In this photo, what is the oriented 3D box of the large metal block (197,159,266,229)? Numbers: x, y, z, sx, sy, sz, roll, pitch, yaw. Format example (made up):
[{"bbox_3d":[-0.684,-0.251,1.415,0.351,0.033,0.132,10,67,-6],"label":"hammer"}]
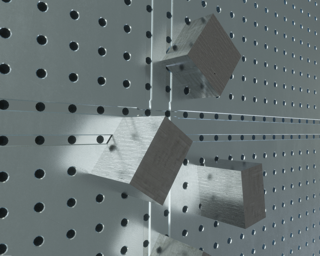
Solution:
[{"bbox_3d":[0.105,0.093,0.460,0.050,0.080,0.080,-10,97,-40],"label":"large metal block"}]

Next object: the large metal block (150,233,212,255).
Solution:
[{"bbox_3d":[0.041,0.187,0.407,0.080,0.080,0.050,40,66,-33],"label":"large metal block"}]

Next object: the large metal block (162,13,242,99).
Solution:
[{"bbox_3d":[0.062,-0.100,0.443,0.080,0.050,0.080,45,63,-31],"label":"large metal block"}]

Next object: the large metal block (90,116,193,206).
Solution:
[{"bbox_3d":[-0.022,0.034,0.354,0.050,0.080,0.080,42,65,-32],"label":"large metal block"}]
